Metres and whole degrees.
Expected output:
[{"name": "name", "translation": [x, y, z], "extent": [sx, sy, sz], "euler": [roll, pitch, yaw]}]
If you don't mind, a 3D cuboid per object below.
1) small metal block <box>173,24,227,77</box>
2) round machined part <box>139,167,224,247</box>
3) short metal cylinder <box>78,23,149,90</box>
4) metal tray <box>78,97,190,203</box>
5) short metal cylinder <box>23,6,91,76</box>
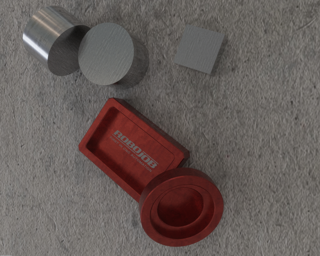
[{"name": "small metal block", "translation": [0.051, -0.097, 0.391], "extent": [0.050, 0.025, 0.050], "euler": [22, 97, 18]}, {"name": "round machined part", "translation": [0.023, 0.091, 0.376], "extent": [0.099, 0.042, 0.097], "euler": [-4, 111, -9]}, {"name": "short metal cylinder", "translation": [-0.061, -0.094, 0.417], "extent": [0.080, 0.050, 0.080], "euler": [0, 90, 20]}, {"name": "metal tray", "translation": [-0.037, 0.031, 0.419], "extent": [0.130, 0.030, 0.090], "euler": [38, 102, 16]}, {"name": "short metal cylinder", "translation": [-0.138, -0.119, 0.428], "extent": [0.050, 0.080, 0.080], "euler": [40, 103, 15]}]
